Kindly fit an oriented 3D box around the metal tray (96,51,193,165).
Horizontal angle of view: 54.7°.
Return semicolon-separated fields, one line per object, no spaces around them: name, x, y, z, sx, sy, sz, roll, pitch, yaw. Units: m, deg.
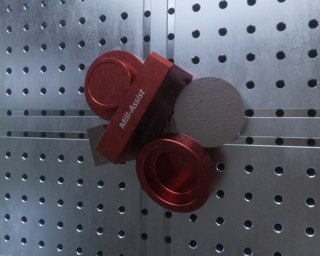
metal tray;-0.015;-0.021;0.379;0.030;0.090;0.129;35;101;16

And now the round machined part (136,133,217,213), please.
round machined part;0.023;0.050;0.379;0.098;0.042;0.097;12;117;26

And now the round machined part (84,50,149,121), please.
round machined part;-0.062;-0.058;0.420;0.098;0.042;0.097;0;90;19

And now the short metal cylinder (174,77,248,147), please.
short metal cylinder;0.063;-0.018;0.373;0.080;0.050;0.079;0;90;20

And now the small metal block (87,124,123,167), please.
small metal block;-0.069;0.022;0.419;0.025;0.050;0.050;-16;85;19
